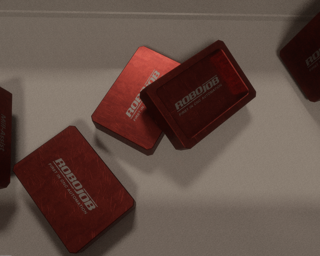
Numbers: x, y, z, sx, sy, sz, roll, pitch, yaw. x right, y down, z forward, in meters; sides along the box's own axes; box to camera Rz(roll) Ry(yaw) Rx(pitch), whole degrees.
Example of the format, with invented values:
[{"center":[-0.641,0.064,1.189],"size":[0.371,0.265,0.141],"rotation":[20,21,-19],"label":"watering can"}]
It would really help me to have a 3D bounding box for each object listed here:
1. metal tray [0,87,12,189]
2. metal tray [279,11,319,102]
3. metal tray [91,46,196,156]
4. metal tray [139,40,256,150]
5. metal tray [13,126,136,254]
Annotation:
[{"center":[-0.232,0.016,0.382],"size":[0.090,0.030,0.130],"rotation":[-15,67,12],"label":"metal tray"},{"center":[0.225,-0.104,0.394],"size":[0.030,0.129,0.090],"rotation":[-15,70,-28],"label":"metal tray"},{"center":[-0.019,-0.039,0.421],"size":[0.090,0.030,0.130],"rotation":[28,72,9],"label":"metal tray"},{"center":[0.051,-0.043,0.397],"size":[0.131,0.030,0.090],"rotation":[-36,95,-21],"label":"metal tray"},{"center":[-0.103,0.072,0.379],"size":[0.090,0.030,0.130],"rotation":[-38,75,-13],"label":"metal tray"}]
